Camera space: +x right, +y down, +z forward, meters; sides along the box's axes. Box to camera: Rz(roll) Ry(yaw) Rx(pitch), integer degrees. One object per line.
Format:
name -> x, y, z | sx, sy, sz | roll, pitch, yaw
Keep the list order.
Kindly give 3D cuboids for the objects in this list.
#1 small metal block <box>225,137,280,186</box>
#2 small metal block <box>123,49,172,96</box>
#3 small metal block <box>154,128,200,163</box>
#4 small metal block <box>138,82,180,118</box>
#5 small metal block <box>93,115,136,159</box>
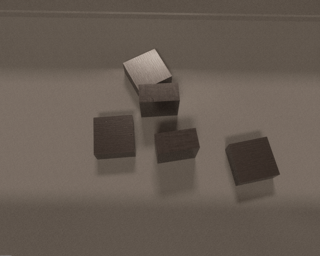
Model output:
small metal block -> 0.117, 0.043, 0.395 | 0.050, 0.025, 0.050 | -11, 71, -5
small metal block -> -0.018, -0.076, 0.437 | 0.050, 0.025, 0.050 | -27, 73, -10
small metal block -> 0.020, 0.023, 0.388 | 0.050, 0.050, 0.025 | -8, 71, -4
small metal block -> -0.001, -0.036, 0.410 | 0.050, 0.050, 0.025 | -4, 70, -2
small metal block -> -0.059, 0.012, 0.404 | 0.050, 0.025, 0.050 | -4, 70, -2
